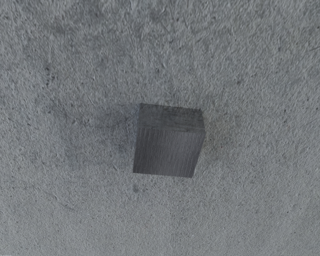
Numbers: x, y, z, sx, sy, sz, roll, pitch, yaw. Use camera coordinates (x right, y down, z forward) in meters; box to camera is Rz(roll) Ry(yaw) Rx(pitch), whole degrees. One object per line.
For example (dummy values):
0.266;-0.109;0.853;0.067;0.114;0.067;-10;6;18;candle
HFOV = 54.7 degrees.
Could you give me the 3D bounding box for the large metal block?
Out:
0.009;0.017;0.407;0.081;0.050;0.079;6;130;-6;large metal block
